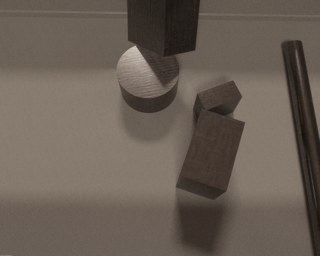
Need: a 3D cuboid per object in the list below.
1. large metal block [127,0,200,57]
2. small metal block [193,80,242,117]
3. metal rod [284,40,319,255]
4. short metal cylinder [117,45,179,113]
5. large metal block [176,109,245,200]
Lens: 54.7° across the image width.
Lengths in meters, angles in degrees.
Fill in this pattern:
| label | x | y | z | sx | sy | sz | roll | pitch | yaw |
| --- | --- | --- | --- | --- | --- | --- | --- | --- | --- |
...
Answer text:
| label | x | y | z | sx | sy | sz | roll | pitch | yaw |
| --- | --- | --- | --- | --- | --- | --- | --- | --- | --- |
| large metal block | 0.002 | -0.143 | 0.386 | 0.050 | 0.079 | 0.080 | -20 | 38 | -32 |
| small metal block | 0.074 | -0.033 | 0.409 | 0.050 | 0.050 | 0.025 | -21 | 72 | -8 |
| metal rod | 0.196 | 0.018 | 0.405 | 0.025 | 0.025 | 0.299 | 0 | 70 | 0 |
| short metal cylinder | -0.015 | -0.066 | 0.420 | 0.081 | 0.050 | 0.080 | 0 | 70 | 0 |
| large metal block | 0.057 | 0.035 | 0.368 | 0.050 | 0.080 | 0.080 | 18 | 71 | 6 |
